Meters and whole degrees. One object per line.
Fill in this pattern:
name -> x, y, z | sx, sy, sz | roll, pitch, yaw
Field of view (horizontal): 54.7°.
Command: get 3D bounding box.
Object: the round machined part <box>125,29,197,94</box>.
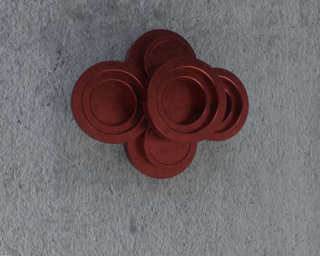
round machined part -> 0.006, -0.081, 0.404 | 0.099, 0.042, 0.097 | 0, 90, -21

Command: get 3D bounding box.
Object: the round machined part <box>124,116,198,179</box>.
round machined part -> 0.006, 0.018, 0.404 | 0.099, 0.042, 0.097 | 0, 90, -21

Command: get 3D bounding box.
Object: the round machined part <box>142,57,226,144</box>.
round machined part -> 0.025, -0.031, 0.366 | 0.099, 0.042, 0.097 | 0, 91, -21

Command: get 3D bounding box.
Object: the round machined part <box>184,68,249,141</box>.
round machined part -> 0.069, -0.031, 0.428 | 0.099, 0.042, 0.097 | 0, 90, -21

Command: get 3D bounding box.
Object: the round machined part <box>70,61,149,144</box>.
round machined part -> -0.059, -0.030, 0.380 | 0.099, 0.042, 0.097 | 0, 90, -21
